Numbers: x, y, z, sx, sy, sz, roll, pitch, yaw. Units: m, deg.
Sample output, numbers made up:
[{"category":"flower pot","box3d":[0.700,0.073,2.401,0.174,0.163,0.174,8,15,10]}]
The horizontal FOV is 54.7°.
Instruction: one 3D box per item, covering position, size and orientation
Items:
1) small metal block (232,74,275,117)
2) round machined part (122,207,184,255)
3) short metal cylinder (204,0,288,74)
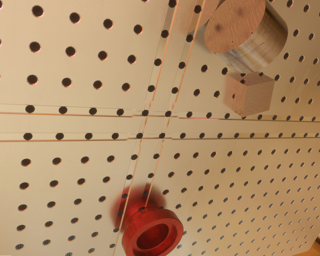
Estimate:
[{"category":"small metal block","box3d":[0.138,-0.048,0.459,0.050,0.025,0.050,-14,125,-21]},{"category":"round machined part","box3d":[-0.015,0.167,0.497,0.099,0.042,0.097,-14,125,-21]},{"category":"short metal cylinder","box3d":[0.099,-0.111,0.363,0.050,0.080,0.080,26,104,-38]}]
